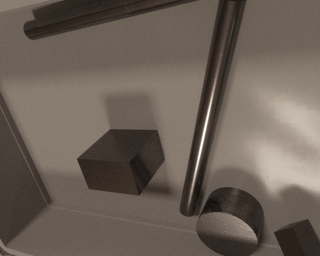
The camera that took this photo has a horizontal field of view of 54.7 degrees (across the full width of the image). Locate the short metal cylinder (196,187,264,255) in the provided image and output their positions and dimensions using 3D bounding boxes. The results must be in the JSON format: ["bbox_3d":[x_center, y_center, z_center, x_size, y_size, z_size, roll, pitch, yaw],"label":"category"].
[{"bbox_3d":[0.095,0.128,0.421,0.080,0.050,0.079,13,124,20],"label":"short metal cylinder"}]

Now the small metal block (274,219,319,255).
[{"bbox_3d":[0.172,0.144,0.378,0.025,0.050,0.050,-36,65,38],"label":"small metal block"}]

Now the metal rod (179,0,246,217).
[{"bbox_3d":[0.055,0.000,0.378,0.025,0.025,0.298,18,126,17],"label":"metal rod"}]

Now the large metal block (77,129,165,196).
[{"bbox_3d":[-0.050,0.043,0.425,0.080,0.080,0.050,1,119,27],"label":"large metal block"}]

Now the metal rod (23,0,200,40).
[{"bbox_3d":[-0.043,-0.133,0.340,0.300,0.025,0.025,-1,118,30],"label":"metal rod"}]
